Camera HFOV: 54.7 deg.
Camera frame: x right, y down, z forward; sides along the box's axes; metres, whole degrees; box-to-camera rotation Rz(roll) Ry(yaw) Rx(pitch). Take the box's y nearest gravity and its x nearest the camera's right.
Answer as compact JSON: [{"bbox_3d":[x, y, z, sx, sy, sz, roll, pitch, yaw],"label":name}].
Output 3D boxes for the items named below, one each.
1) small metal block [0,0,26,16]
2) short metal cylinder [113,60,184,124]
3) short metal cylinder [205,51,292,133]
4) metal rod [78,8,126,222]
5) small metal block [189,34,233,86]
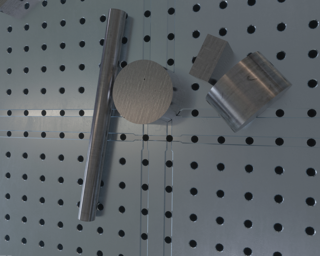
[{"bbox_3d":[-0.246,-0.221,0.499,0.050,0.025,0.050,-35,79,16],"label":"small metal block"},{"bbox_3d":[-0.014,-0.044,0.404,0.080,0.050,0.079,0,90,20],"label":"short metal cylinder"},{"bbox_3d":[0.099,-0.039,0.349,0.080,0.080,0.050,-43,77,15],"label":"short metal cylinder"},{"bbox_3d":[-0.083,-0.016,0.441,0.025,0.025,0.298,10,93,19],"label":"metal rod"},{"bbox_3d":[0.063,-0.080,0.377,0.025,0.050,0.050,28,99,18],"label":"small metal block"}]
